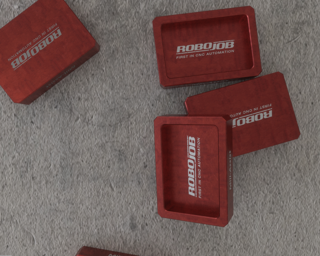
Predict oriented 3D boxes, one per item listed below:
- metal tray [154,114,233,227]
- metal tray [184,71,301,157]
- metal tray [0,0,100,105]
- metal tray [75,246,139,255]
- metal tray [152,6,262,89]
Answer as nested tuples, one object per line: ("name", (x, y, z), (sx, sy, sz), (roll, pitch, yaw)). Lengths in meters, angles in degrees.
("metal tray", (0.041, 0.049, 0.381), (0.090, 0.030, 0.129), (1, 98, 25))
("metal tray", (0.106, -0.013, 0.408), (0.131, 0.030, 0.090), (-16, 90, 0))
("metal tray", (-0.158, -0.103, 0.406), (0.130, 0.030, 0.090), (-38, 90, 0))
("metal tray", (-0.052, 0.215, 0.407), (0.131, 0.030, 0.089), (10, 90, 0))
("metal tray", (0.060, -0.104, 0.407), (0.131, 0.030, 0.089), (-7, 90, 0))
